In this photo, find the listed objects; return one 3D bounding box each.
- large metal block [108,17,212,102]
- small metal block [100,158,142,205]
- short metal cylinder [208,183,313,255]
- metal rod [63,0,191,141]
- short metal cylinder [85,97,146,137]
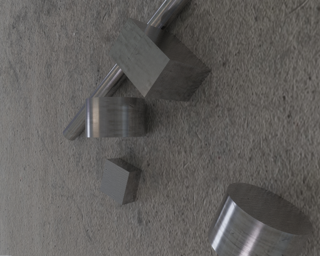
[{"bbox_3d":[0.000,-0.078,0.369,0.080,0.081,0.050,51,120,27],"label":"large metal block"},{"bbox_3d":[-0.058,0.077,0.453,0.050,0.025,0.050,22,104,37],"label":"small metal block"},{"bbox_3d":[0.092,0.095,0.293,0.080,0.081,0.050,31,109,35],"label":"short metal cylinder"},{"bbox_3d":[-0.063,-0.078,0.456,0.299,0.025,0.025,-44,64,31],"label":"metal rod"},{"bbox_3d":[-0.060,-0.013,0.418,0.080,0.081,0.050,-1,90,40],"label":"short metal cylinder"}]
